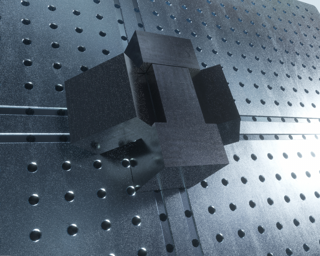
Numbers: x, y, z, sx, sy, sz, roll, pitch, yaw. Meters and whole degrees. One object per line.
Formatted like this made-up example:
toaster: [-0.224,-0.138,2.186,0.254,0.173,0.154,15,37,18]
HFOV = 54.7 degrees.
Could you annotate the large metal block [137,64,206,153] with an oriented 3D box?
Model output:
large metal block: [0.004,-0.021,0.388,0.050,0.080,0.080,1,61,-28]

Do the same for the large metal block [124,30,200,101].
large metal block: [-0.006,-0.079,0.418,0.081,0.080,0.050,1,62,-28]

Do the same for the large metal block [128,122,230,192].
large metal block: [0.018,0.035,0.361,0.081,0.080,0.050,1,62,-28]

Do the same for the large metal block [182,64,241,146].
large metal block: [0.070,-0.025,0.416,0.050,0.080,0.080,-16,64,6]

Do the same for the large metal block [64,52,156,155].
large metal block: [-0.056,-0.025,0.351,0.050,0.080,0.080,37,36,-59]
